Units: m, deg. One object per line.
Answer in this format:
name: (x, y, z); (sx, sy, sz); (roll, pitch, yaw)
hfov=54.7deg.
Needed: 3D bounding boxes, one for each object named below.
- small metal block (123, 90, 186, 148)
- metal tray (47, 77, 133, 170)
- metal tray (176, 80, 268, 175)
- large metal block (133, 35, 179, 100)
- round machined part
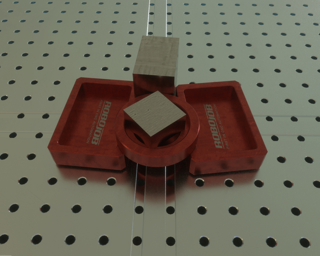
small metal block: (-0.006, -0.010, 0.356); (0.050, 0.025, 0.050); (-32, 57, -24)
metal tray: (-0.080, -0.011, 0.407); (0.091, 0.030, 0.130); (5, 50, 4)
metal tray: (0.073, -0.005, 0.404); (0.091, 0.030, 0.130); (-5, 50, -4)
large metal block: (-0.003, -0.068, 0.424); (0.050, 0.080, 0.080); (5, 50, 4)
round machined part: (-0.003, 0.006, 0.374); (0.099, 0.042, 0.098); (0, 50, 0)
